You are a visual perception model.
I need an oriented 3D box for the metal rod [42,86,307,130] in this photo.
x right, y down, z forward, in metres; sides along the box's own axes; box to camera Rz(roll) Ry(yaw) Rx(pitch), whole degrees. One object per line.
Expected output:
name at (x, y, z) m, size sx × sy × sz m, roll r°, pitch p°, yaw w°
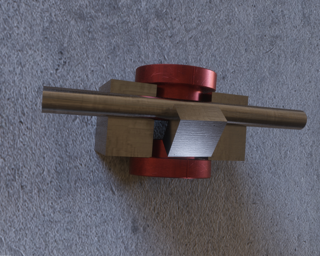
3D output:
metal rod at (0.033, -0.018, 0.337) m, size 0.302 × 0.025 × 0.025 m, roll 3°, pitch 89°, yaw -20°

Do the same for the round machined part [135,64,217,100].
round machined part at (0.018, -0.047, 0.378) m, size 0.099 × 0.098 × 0.042 m, roll 4°, pitch 90°, yaw -20°

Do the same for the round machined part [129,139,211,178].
round machined part at (0.013, 0.037, 0.376) m, size 0.099 × 0.098 × 0.042 m, roll 5°, pitch 84°, yaw -20°

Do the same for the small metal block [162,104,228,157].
small metal block at (0.035, 0.004, 0.324) m, size 0.050 × 0.025 × 0.050 m, roll 2°, pitch 130°, yaw -19°

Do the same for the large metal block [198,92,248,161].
large metal block at (0.068, -0.001, 0.406) m, size 0.050 × 0.080 × 0.080 m, roll 4°, pitch 89°, yaw -20°

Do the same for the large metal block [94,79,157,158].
large metal block at (-0.043, -0.010, 0.365) m, size 0.050 × 0.080 × 0.080 m, roll 5°, pitch 89°, yaw -20°
